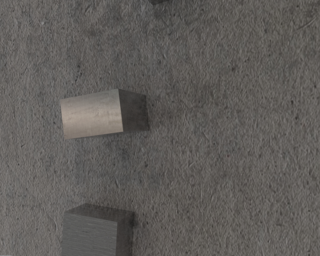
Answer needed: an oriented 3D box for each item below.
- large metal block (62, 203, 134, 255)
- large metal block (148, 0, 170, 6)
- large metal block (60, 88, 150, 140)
[{"bbox_3d":[-0.085,0.155,0.426,0.080,0.050,0.079,4,91,20],"label":"large metal block"},{"bbox_3d":[0.013,-0.214,0.391,0.080,0.050,0.080,-10,87,19],"label":"large metal block"},{"bbox_3d":[-0.068,-0.016,0.404,0.080,0.080,0.050,-8,88,20],"label":"large metal block"}]
